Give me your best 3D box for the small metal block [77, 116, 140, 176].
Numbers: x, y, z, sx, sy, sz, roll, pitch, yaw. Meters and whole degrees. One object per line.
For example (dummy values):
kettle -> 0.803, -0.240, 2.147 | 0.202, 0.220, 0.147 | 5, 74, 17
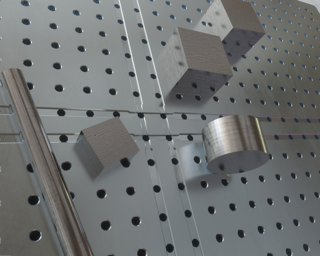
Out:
small metal block -> -0.061, 0.020, 0.364 | 0.050, 0.025, 0.050 | -25, 76, -37

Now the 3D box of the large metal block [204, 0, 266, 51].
large metal block -> 0.142, -0.199, 0.593 | 0.081, 0.050, 0.080 | -2, 63, -29

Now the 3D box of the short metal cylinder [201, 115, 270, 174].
short metal cylinder -> 0.099, 0.024, 0.414 | 0.081, 0.080, 0.050 | 9, 58, -24

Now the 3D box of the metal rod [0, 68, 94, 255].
metal rod -> -0.104, 0.067, 0.311 | 0.025, 0.025, 0.299 | -16, 70, -35

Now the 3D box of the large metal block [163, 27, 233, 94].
large metal block -> 0.058, -0.105, 0.490 | 0.081, 0.050, 0.080 | 3, 60, -27
